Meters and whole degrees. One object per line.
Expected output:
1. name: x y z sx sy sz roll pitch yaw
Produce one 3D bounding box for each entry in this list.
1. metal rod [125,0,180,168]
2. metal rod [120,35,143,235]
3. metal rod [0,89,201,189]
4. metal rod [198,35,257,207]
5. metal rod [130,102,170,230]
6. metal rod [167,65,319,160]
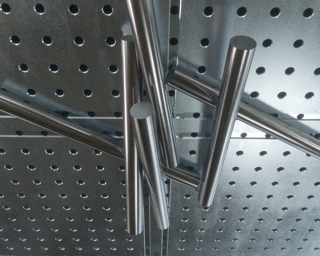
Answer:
1. metal rod: -0.006 -0.057 0.342 0.025 0.025 0.299 -7 134 6
2. metal rod: -0.035 0.031 0.408 0.025 0.025 0.298 1 122 -1
3. metal rod: -0.073 0.023 0.429 0.301 0.025 0.025 25 126 -20
4. metal rod: 0.077 0.019 0.402 0.025 0.025 0.298 0 138 0
5. metal rod: -0.007 0.076 0.442 0.025 0.025 0.299 -4 140 3
6. metal rod: 0.142 -0.005 0.407 0.302 0.025 0.025 23 126 -19
